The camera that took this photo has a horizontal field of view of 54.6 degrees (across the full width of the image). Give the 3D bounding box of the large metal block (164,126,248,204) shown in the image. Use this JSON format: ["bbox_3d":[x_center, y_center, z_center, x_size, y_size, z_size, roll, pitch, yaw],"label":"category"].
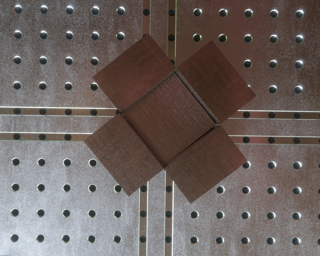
[{"bbox_3d":[0.052,0.041,0.387,0.080,0.080,0.050,-37,90,0],"label":"large metal block"}]

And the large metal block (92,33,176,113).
[{"bbox_3d":[-0.029,-0.062,0.386,0.080,0.080,0.050,-38,90,0],"label":"large metal block"}]

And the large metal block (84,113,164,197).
[{"bbox_3d":[-0.040,0.029,0.385,0.050,0.080,0.080,-39,91,0],"label":"large metal block"}]

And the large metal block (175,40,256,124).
[{"bbox_3d":[0.063,-0.052,0.386,0.050,0.080,0.080,-39,91,0],"label":"large metal block"}]

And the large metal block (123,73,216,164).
[{"bbox_3d":[0.012,-0.011,0.400,0.080,0.050,0.080,-38,89,2],"label":"large metal block"}]
